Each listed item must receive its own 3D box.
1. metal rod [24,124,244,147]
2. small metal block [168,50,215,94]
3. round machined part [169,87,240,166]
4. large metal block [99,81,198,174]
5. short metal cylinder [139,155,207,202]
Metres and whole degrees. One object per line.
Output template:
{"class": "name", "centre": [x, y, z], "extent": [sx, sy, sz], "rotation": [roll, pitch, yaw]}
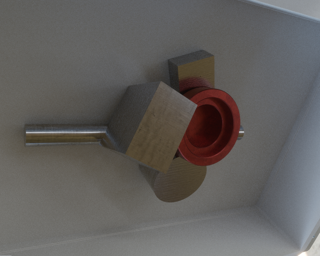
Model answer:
{"class": "metal rod", "centre": [-0.012, 0.007, 0.404], "extent": [0.303, 0.025, 0.025], "rotation": [0, 119, -29]}
{"class": "small metal block", "centre": [0.041, -0.065, 0.391], "extent": [0.050, 0.025, 0.050], "rotation": [-19, 126, -17]}
{"class": "round machined part", "centre": [0.052, -0.004, 0.399], "extent": [0.099, 0.042, 0.097], "rotation": [-7, 104, -27]}
{"class": "large metal block", "centre": [-0.016, -0.002, 0.344], "extent": [0.050, 0.080, 0.080], "rotation": [30, 79, -27]}
{"class": "short metal cylinder", "centre": [0.018, 0.057, 0.436], "extent": [0.081, 0.050, 0.079], "rotation": [-14, 125, -21]}
